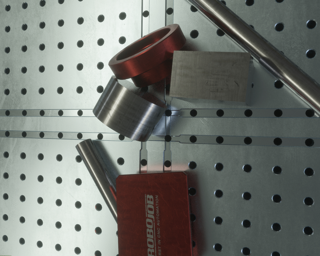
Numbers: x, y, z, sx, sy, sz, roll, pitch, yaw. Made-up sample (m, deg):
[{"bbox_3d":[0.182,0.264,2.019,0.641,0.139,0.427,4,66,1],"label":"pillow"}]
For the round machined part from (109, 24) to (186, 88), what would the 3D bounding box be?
[{"bbox_3d":[-0.011,-0.086,0.386,0.098,0.098,0.042,-22,116,18],"label":"round machined part"}]

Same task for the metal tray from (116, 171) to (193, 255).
[{"bbox_3d":[-0.006,0.122,0.394,0.090,0.030,0.129,-4,82,7],"label":"metal tray"}]

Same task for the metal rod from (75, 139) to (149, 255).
[{"bbox_3d":[-0.035,0.148,0.423,0.025,0.025,0.299,-34,79,16],"label":"metal rod"}]

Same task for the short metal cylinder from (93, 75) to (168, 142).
[{"bbox_3d":[-0.038,-0.025,0.395,0.080,0.080,0.050,35,102,16],"label":"short metal cylinder"}]

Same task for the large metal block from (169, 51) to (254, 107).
[{"bbox_3d":[0.064,-0.055,0.360,0.080,0.080,0.050,6,92,19],"label":"large metal block"}]

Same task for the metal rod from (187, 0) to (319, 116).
[{"bbox_3d":[0.089,-0.126,0.381,0.300,0.025,0.025,46,104,14],"label":"metal rod"}]
